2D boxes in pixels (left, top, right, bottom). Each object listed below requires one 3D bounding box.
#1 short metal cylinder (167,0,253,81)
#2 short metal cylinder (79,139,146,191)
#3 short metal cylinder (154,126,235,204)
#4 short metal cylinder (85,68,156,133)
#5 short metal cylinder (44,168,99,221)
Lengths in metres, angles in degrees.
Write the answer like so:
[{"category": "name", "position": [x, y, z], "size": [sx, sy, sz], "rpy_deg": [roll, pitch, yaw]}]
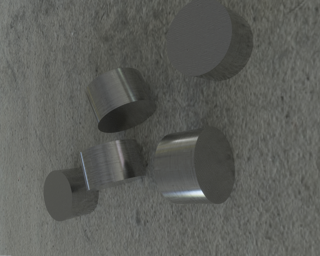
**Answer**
[{"category": "short metal cylinder", "position": [0.054, -0.094, 0.342], "size": [0.080, 0.050, 0.079], "rpy_deg": [0, 90, 39]}, {"category": "short metal cylinder", "position": [-0.064, 0.051, 0.420], "size": [0.080, 0.081, 0.050], "rpy_deg": [-25, 75, 37]}, {"category": "short metal cylinder", "position": [0.039, 0.041, 0.335], "size": [0.050, 0.081, 0.080], "rpy_deg": [-11, 83, 39]}, {"category": "short metal cylinder", "position": [-0.052, -0.035, 0.410], "size": [0.080, 0.081, 0.050], "rpy_deg": [-38, 67, 33]}, {"category": "short metal cylinder", "position": [-0.145, 0.106, 0.506], "size": [0.080, 0.050, 0.079], "rpy_deg": [0, 90, 39]}]
